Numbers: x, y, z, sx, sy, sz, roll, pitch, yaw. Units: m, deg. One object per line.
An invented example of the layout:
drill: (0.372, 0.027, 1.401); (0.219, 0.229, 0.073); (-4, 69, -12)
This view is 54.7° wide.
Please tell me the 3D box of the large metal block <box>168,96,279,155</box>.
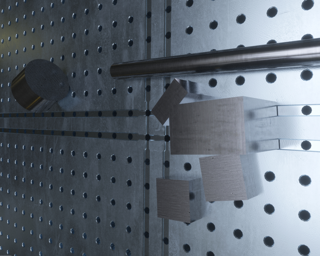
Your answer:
large metal block: (0.066, 0.000, 0.318); (0.080, 0.081, 0.050); (-4, 88, 39)

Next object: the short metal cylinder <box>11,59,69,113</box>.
short metal cylinder: (-0.209, -0.073, 0.542); (0.050, 0.081, 0.080); (-27, 73, 36)

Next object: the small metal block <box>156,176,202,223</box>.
small metal block: (0.023, 0.088, 0.388); (0.050, 0.025, 0.050); (-3, 88, 39)

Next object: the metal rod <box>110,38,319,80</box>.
metal rod: (0.051, -0.077, 0.365); (0.300, 0.025, 0.025); (4, 92, 39)

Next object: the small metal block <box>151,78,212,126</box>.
small metal block: (0.026, -0.029, 0.370); (0.025, 0.050, 0.050); (52, 120, 27)

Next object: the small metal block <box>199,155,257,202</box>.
small metal block: (0.075, 0.054, 0.346); (0.050, 0.025, 0.050); (-14, 81, 39)
